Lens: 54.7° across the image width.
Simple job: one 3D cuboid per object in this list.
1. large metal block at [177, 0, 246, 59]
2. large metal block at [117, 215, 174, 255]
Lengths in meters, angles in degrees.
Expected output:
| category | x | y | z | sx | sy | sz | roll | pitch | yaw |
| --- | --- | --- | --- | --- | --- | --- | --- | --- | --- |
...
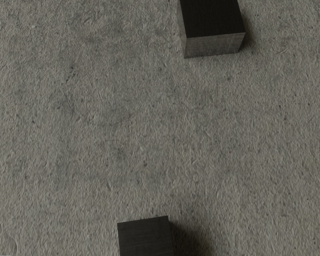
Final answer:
| category | x | y | z | sx | sy | sz | roll | pitch | yaw |
| --- | --- | --- | --- | --- | --- | --- | --- | --- | --- |
| large metal block | 0.071 | -0.153 | 0.451 | 0.081 | 0.050 | 0.080 | -7 | 70 | -3 |
| large metal block | -0.011 | 0.140 | 0.328 | 0.050 | 0.080 | 0.080 | -8 | 70 | -3 |
